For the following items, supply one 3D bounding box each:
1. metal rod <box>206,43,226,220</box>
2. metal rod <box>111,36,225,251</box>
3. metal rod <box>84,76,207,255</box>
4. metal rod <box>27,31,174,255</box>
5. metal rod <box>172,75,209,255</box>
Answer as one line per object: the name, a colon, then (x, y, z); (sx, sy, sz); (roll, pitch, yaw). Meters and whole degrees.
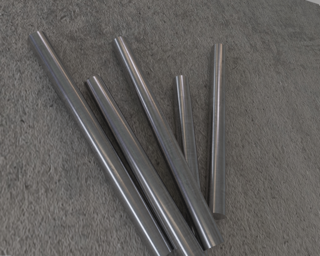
metal rod: (0.085, -0.016, 0.458); (0.025, 0.025, 0.300); (20, 54, -17)
metal rod: (-0.001, 0.000, 0.385); (0.025, 0.025, 0.299); (-8, 60, -32)
metal rod: (-0.010, 0.061, 0.342); (0.025, 0.025, 0.299); (-18, 65, -35)
metal rod: (-0.075, 0.010, 0.357); (0.025, 0.025, 0.299); (-24, 75, -36)
metal rod: (0.037, 0.058, 0.387); (0.025, 0.025, 0.299); (11, 57, -22)
